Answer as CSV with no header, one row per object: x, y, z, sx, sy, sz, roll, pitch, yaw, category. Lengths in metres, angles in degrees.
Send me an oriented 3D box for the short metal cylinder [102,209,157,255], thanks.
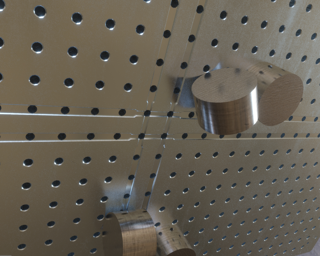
-0.046,0.161,0.450,0.050,0.080,0.079,3,117,-30,short metal cylinder

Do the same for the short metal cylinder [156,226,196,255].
0.015,0.219,0.539,0.081,0.050,0.079,-14,124,-21,short metal cylinder

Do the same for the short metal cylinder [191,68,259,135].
0.085,-0.036,0.400,0.080,0.080,0.050,-26,128,-13,short metal cylinder

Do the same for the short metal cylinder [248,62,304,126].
0.158,-0.050,0.451,0.081,0.050,0.079,-14,124,-21,short metal cylinder
